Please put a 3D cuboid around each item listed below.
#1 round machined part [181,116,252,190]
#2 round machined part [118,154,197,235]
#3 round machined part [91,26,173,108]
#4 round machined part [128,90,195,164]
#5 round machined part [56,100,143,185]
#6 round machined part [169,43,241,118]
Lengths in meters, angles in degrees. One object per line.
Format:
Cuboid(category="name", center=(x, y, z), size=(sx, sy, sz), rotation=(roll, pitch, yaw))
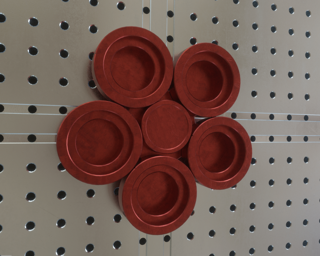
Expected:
Cuboid(category="round machined part", center=(0.074, 0.033, 0.430), size=(0.099, 0.042, 0.097), rotation=(0, 90, -20))
Cuboid(category="round machined part", center=(-0.006, 0.083, 0.401), size=(0.099, 0.042, 0.097), rotation=(0, 90, -20))
Cuboid(category="round machined part", center=(-0.036, -0.073, 0.390), size=(0.099, 0.042, 0.097), rotation=(0, 90, -20))
Cuboid(category="round machined part", center=(0.003, -0.001, 0.404), size=(0.099, 0.042, 0.097), rotation=(0, 90, -20))
Cuboid(category="round machined part", center=(-0.074, 0.017, 0.376), size=(0.099, 0.042, 0.097), rotation=(0, 90, -20))
Cuboid(category="round machined part", center=(0.056, -0.063, 0.424), size=(0.099, 0.042, 0.097), rotation=(0, 90, -20))
